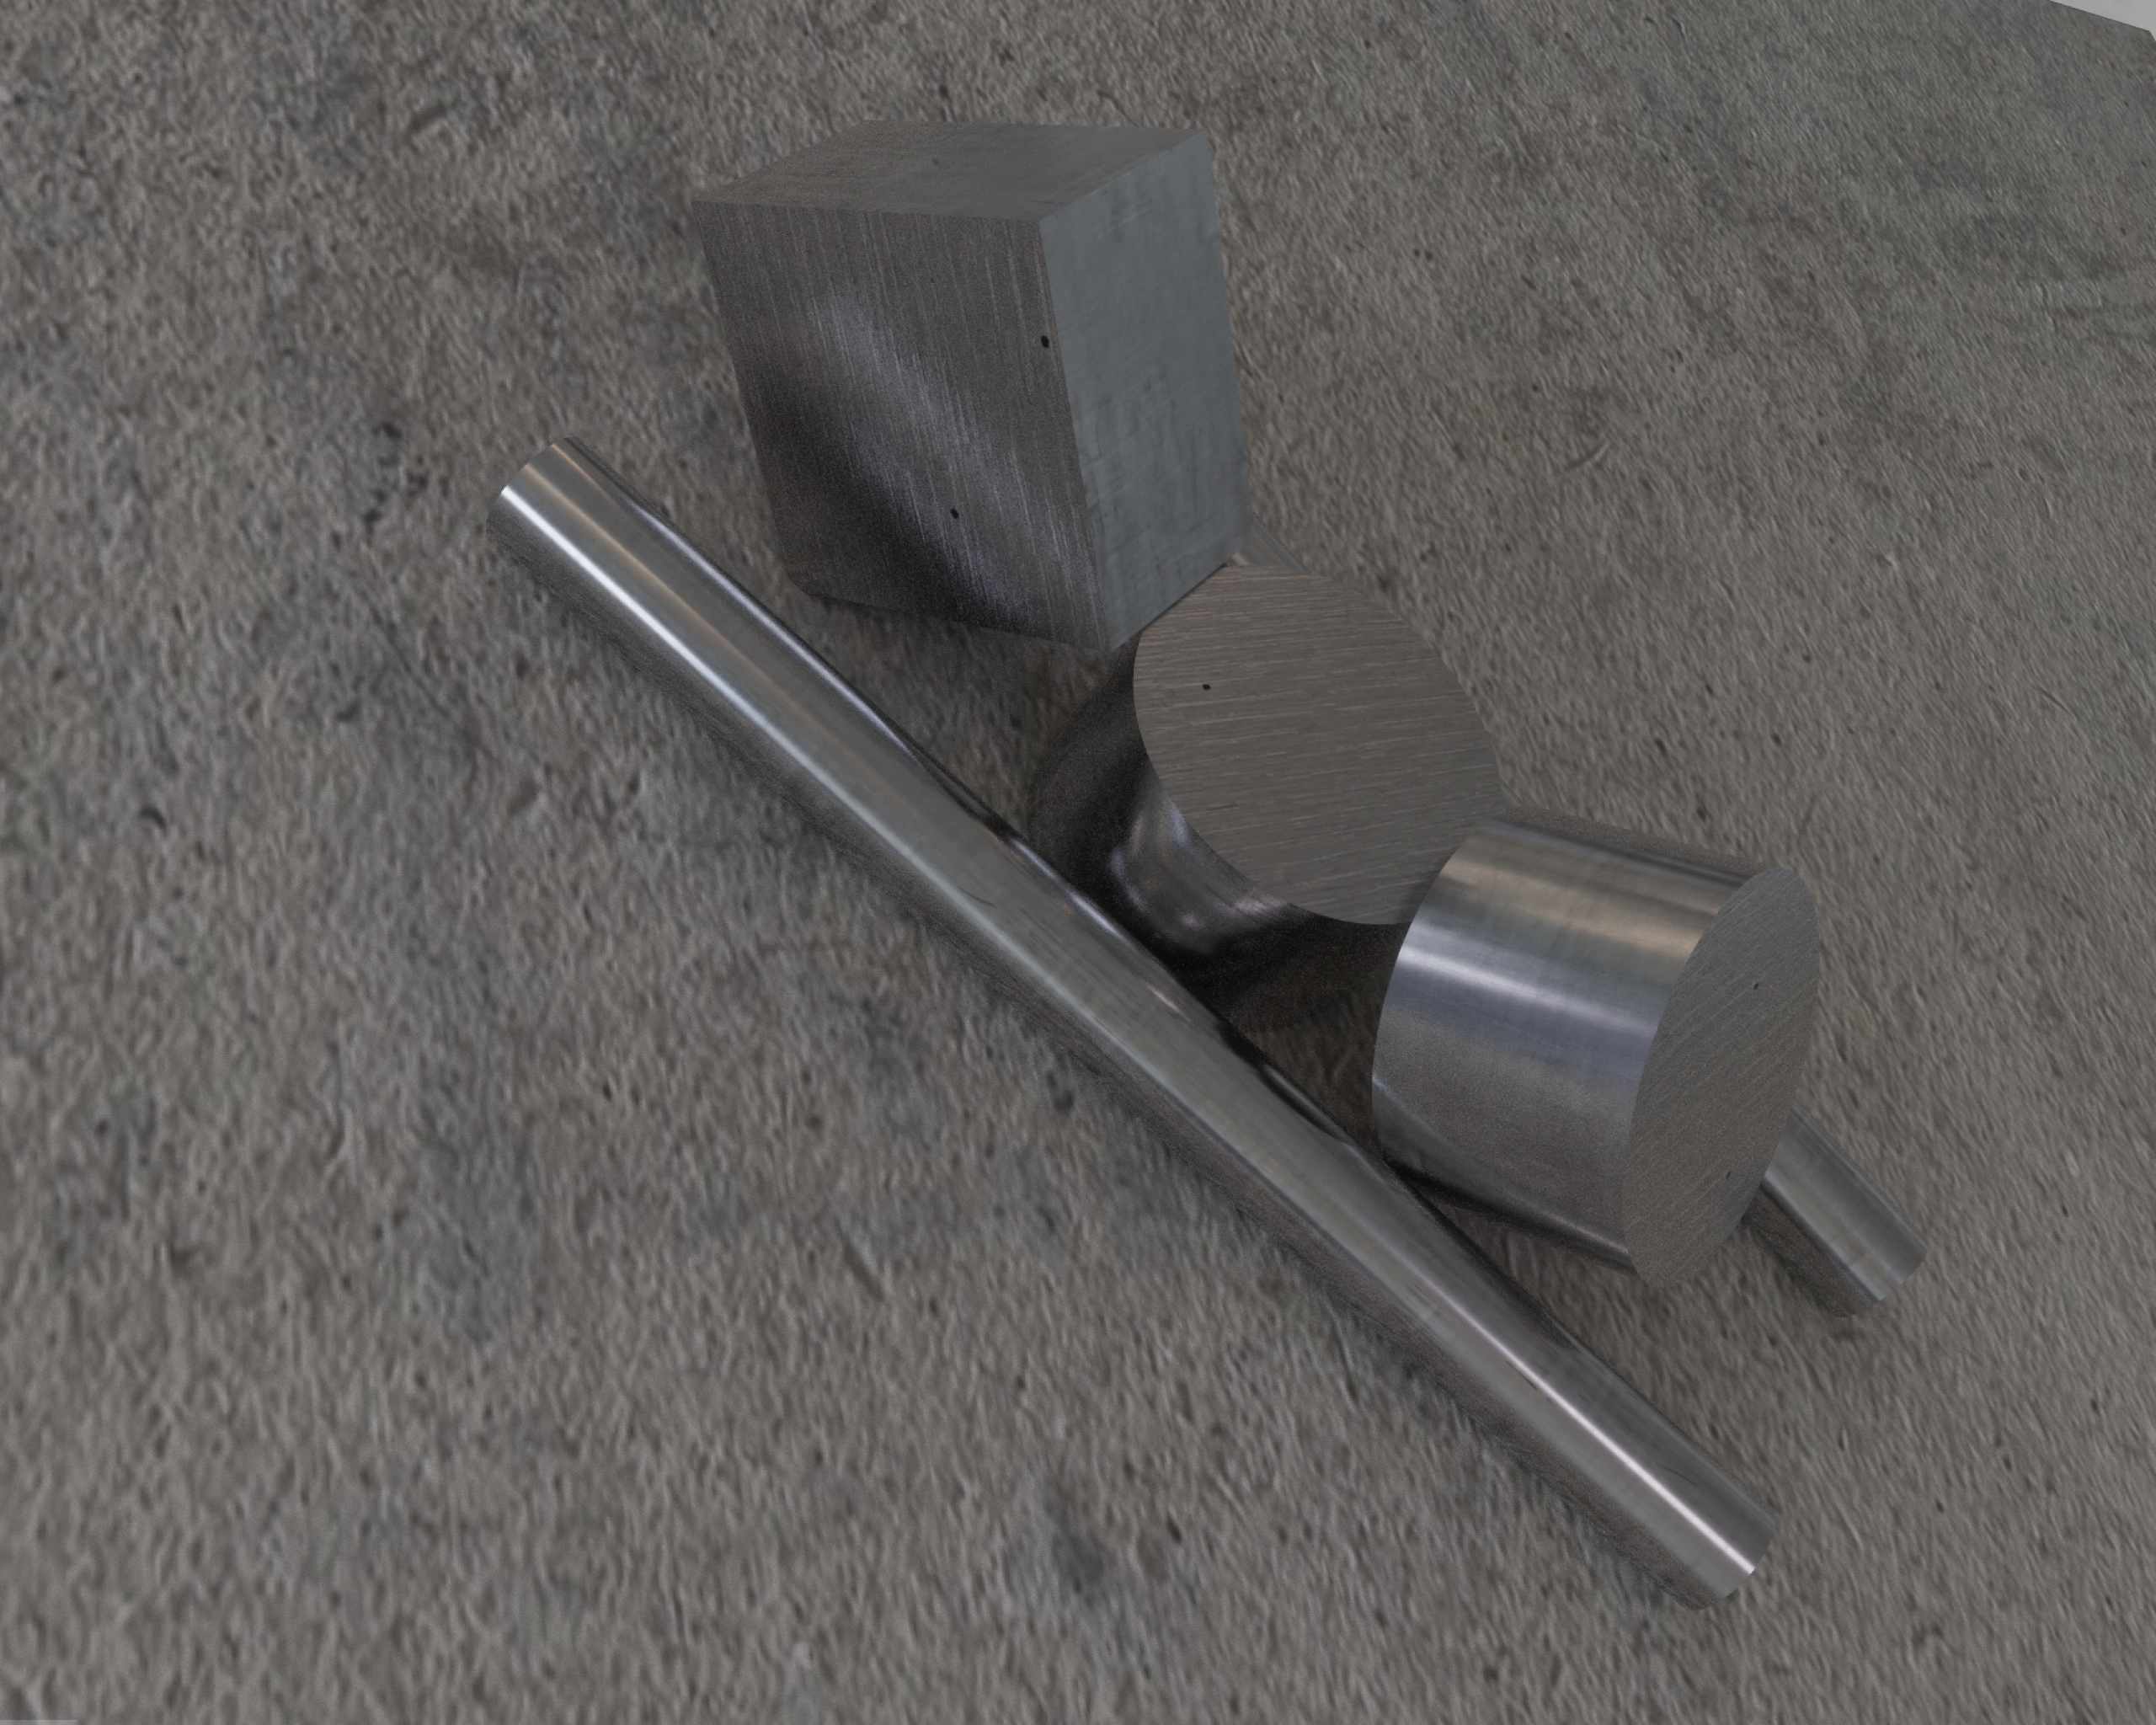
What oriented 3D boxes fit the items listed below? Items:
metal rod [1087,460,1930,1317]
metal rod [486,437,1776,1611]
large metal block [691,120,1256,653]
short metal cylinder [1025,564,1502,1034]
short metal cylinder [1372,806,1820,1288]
[{"bbox_3d":[0.071,-0.023,0.457,0.300,0.025,0.025,48,51,6],"label":"metal rod"},{"bbox_3d":[0.010,0.030,0.391,0.300,0.025,0.025,42,51,0],"label":"metal rod"},{"bbox_3d":[-0.018,-0.093,0.397,0.080,0.080,0.050,15,41,34],"label":"large metal block"},{"bbox_3d":[0.036,-0.012,0.416,0.081,0.050,0.080,14,56,-21],"label":"short metal cylinder"},{"bbox_3d":[0.099,0.034,0.395,0.050,0.079,0.081,17,39,37],"label":"short metal cylinder"}]
